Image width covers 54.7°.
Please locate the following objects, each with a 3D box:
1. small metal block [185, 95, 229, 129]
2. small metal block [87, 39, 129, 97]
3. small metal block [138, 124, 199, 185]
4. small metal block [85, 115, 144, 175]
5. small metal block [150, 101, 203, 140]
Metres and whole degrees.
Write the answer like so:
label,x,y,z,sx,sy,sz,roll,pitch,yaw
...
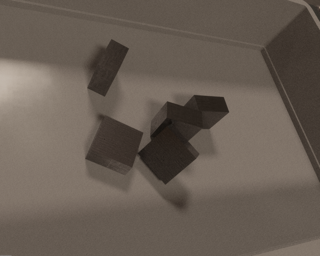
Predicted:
label,x,y,z,sx,sy,sz,roll,pitch,yaw
small metal block,0.060,-0.021,0.436,0.050,0.050,0.025,0,62,-29
small metal block,-0.067,-0.077,0.402,0.025,0.050,0.050,26,52,-12
small metal block,0.011,0.031,0.375,0.050,0.050,0.025,48,16,5
small metal block,-0.053,0.020,0.366,0.050,0.025,0.050,25,53,-13
small metal block,0.021,-0.005,0.405,0.050,0.050,0.025,15,55,-20
